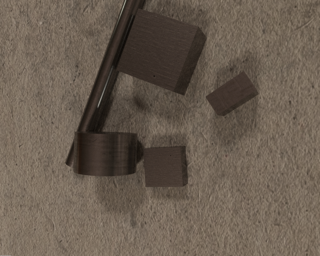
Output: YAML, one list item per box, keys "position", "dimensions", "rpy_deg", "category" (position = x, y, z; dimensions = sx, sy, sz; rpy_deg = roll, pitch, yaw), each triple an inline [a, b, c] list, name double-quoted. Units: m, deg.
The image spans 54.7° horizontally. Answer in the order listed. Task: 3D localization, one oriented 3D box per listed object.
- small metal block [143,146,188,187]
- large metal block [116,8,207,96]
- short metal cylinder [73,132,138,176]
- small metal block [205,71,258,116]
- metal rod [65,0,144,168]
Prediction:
- position: [0.008, 0.050, 0.406]
  dimensions: [0.050, 0.025, 0.050]
  rpy_deg: [-4, 89, 19]
  category: "small metal block"
- position: [0.003, -0.094, 0.394]
  dimensions: [0.080, 0.050, 0.080]
  rpy_deg: [23, 98, 18]
  category: "large metal block"
- position: [-0.070, 0.031, 0.403]
  dimensions: [0.080, 0.080, 0.050]
  rpy_deg: [2, 91, 19]
  category: "short metal cylinder"
- position: [0.086, -0.038, 0.365]
  dimensions: [0.050, 0.050, 0.025]
  rpy_deg: [-34, 79, 16]
  category: "small metal block"
- position: [-0.071, -0.083, 0.432]
  dimensions: [0.025, 0.025, 0.298]
  rpy_deg: [24, 98, 18]
  category: "metal rod"
